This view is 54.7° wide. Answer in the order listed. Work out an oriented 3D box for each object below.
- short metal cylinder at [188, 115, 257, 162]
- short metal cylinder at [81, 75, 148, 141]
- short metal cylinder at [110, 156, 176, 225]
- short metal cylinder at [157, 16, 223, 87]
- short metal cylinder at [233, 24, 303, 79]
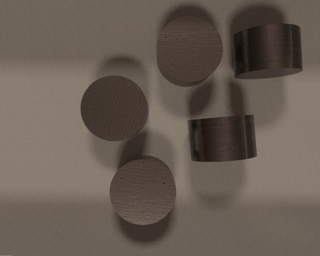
[{"bbox_3d":[0.077,0.012,0.385,0.081,0.080,0.050,-5,90,-1],"label":"short metal cylinder"},{"bbox_3d":[-0.056,-0.024,0.398,0.081,0.050,0.079,0,90,-1],"label":"short metal cylinder"},{"bbox_3d":[-0.021,0.077,0.399,0.081,0.050,0.079,0,90,-1],"label":"short metal cylinder"},{"bbox_3d":[0.036,-0.096,0.399,0.081,0.050,0.079,0,90,-1],"label":"short metal cylinder"},{"bbox_3d":[0.133,-0.092,0.386,0.081,0.080,0.050,-3,90,-1],"label":"short metal cylinder"}]
